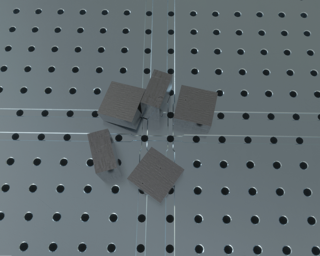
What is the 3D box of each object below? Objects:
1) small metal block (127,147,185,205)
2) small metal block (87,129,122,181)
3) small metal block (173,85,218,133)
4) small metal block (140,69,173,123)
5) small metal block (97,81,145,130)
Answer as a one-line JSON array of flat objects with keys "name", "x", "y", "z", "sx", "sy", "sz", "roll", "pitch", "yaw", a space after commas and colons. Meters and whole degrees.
[{"name": "small metal block", "x": -0.005, "y": 0.060, "z": 0.390, "sx": 0.050, "sy": 0.025, "sz": 0.050, "roll": 34, "pitch": 73, "yaw": 11}, {"name": "small metal block", "x": -0.068, "y": 0.035, "z": 0.386, "sx": 0.025, "sy": 0.050, "sz": 0.050, "roll": -15, "pitch": 71, "yaw": -5}, {"name": "small metal block", "x": 0.048, "y": -0.026, "z": 0.422, "sx": 0.050, "sy": 0.025, "sz": 0.050, "roll": 13, "pitch": 70, "yaw": 4}, {"name": "small metal block", "x": -0.004, "y": -0.042, "z": 0.414, "sx": 0.025, "sy": 0.050, "sz": 0.050, "roll": 19, "pitch": 71, "yaw": 6}, {"name": "small metal block", "x": -0.049, "y": -0.031, "z": 0.419, "sx": 0.050, "sy": 0.025, "sz": 0.050, "roll": 15, "pitch": 70, "yaw": 16}]
